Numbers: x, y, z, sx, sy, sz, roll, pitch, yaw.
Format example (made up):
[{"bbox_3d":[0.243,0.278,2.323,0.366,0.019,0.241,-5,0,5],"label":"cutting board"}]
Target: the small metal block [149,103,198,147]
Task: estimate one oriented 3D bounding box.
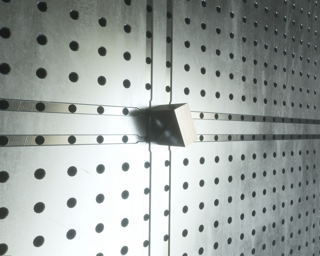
[{"bbox_3d":[0.017,-0.004,0.406,0.025,0.050,0.050,-28,108,-36],"label":"small metal block"}]
